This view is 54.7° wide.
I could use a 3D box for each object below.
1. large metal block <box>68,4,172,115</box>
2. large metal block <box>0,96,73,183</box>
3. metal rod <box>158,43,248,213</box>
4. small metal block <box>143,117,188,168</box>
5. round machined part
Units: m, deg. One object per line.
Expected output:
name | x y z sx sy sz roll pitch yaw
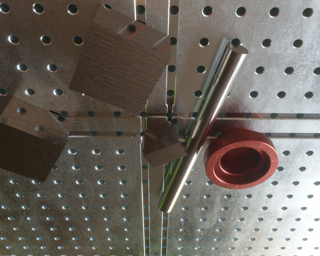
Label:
large metal block | -0.043 -0.071 0.334 0.080 0.050 0.079 21 127 -17
large metal block | -0.173 0.018 0.408 0.080 0.050 0.080 25 126 -20
metal rod | 0.047 0.023 0.431 0.025 0.025 0.298 11 129 -10
small metal block | 0.007 0.019 0.411 0.050 0.050 0.025 -22 127 17
round machined part | 0.111 0.039 0.435 0.099 0.042 0.097 0 130 0
